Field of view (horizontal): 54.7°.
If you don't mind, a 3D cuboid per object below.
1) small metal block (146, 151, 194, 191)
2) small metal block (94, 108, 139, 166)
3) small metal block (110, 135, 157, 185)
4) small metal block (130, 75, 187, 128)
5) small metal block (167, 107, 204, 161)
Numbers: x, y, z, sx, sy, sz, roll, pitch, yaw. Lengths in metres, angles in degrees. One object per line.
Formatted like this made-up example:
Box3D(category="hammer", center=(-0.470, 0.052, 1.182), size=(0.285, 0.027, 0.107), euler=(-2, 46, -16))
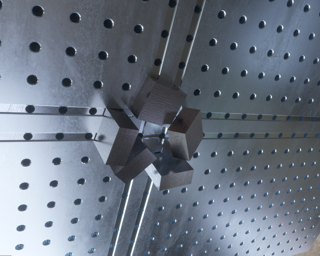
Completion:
Box3D(category="small metal block", center=(0.012, 0.059, 0.440), size=(0.050, 0.050, 0.025), euler=(-7, 122, -25))
Box3D(category="small metal block", center=(-0.054, 0.011, 0.373), size=(0.025, 0.050, 0.050), euler=(10, 113, -33))
Box3D(category="small metal block", center=(-0.039, 0.035, 0.397), size=(0.050, 0.050, 0.025), euler=(-40, 130, -1))
Box3D(category="small metal block", center=(-0.002, -0.032, 0.392), size=(0.050, 0.025, 0.050), euler=(16, 110, -35))
Box3D(category="small metal block", center=(0.036, 0.008, 0.420), size=(0.050, 0.025, 0.050), euler=(-54, 145, -39))
